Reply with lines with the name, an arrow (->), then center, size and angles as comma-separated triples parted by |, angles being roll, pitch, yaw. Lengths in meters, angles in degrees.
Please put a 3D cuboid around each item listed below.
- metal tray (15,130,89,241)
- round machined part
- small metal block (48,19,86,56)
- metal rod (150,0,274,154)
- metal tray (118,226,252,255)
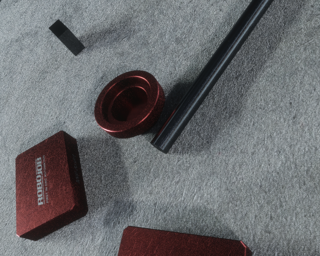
metal tray -> -0.155, 0.077, 0.433 | 0.090, 0.030, 0.130 | -29, 52, 9
round machined part -> -0.038, -0.028, 0.429 | 0.098, 0.042, 0.098 | -13, 56, 20
small metal block -> -0.174, -0.169, 0.580 | 0.025, 0.050, 0.050 | -44, 51, -2
metal rod -> 0.084, -0.094, 0.416 | 0.025, 0.025, 0.300 | 27, 76, 37
metal tray -> 0.017, 0.150, 0.299 | 0.130, 0.030, 0.090 | -2, 61, 27
